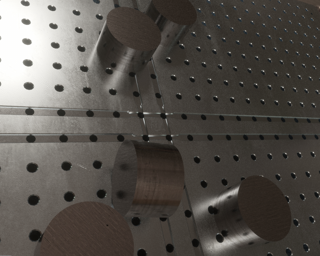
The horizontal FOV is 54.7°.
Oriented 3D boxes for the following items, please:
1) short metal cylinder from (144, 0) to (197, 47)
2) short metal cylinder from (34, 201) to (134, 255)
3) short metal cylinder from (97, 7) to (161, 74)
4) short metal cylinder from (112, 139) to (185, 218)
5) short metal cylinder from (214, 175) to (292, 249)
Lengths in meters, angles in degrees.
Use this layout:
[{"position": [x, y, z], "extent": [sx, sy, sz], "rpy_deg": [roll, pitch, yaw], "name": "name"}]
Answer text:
[{"position": [0.013, -0.182, 0.512], "extent": [0.081, 0.050, 0.080], "rpy_deg": [14, 56, -21], "name": "short metal cylinder"}, {"position": [-0.071, 0.114, 0.285], "extent": [0.081, 0.050, 0.080], "rpy_deg": [14, 56, -21], "name": "short metal cylinder"}, {"position": [-0.045, -0.126, 0.446], "extent": [0.081, 0.050, 0.080], "rpy_deg": [14, 56, -21], "name": "short metal cylinder"}, {"position": [-0.016, 0.055, 0.332], "extent": [0.050, 0.080, 0.080], "rpy_deg": [9, 58, -24], "name": "short metal cylinder"}, {"position": [0.116, 0.107, 0.392], "extent": [0.081, 0.050, 0.080], "rpy_deg": [14, 56, -21], "name": "short metal cylinder"}]
